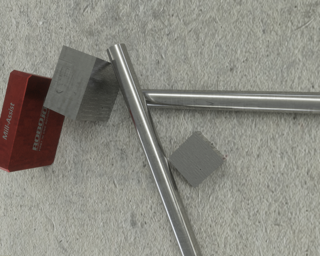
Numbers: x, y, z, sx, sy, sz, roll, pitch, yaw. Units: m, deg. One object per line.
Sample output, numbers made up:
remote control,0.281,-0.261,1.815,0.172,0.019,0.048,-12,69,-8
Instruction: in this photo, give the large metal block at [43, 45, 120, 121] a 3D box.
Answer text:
large metal block,-0.097,-0.055,0.413,0.050,0.080,0.080,23,98,18

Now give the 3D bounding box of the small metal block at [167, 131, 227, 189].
small metal block,0.047,0.039,0.392,0.050,0.025,0.050,-46,76,14

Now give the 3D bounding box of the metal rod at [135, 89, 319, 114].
metal rod,0.101,-0.033,0.373,0.301,0.025,0.025,3,91,19

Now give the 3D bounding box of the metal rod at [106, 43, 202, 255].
metal rod,-0.005,0.039,0.392,0.025,0.025,0.299,-20,90,18

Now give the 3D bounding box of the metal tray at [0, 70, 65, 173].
metal tray,-0.177,-0.009,0.435,0.030,0.090,0.129,17,96,19
